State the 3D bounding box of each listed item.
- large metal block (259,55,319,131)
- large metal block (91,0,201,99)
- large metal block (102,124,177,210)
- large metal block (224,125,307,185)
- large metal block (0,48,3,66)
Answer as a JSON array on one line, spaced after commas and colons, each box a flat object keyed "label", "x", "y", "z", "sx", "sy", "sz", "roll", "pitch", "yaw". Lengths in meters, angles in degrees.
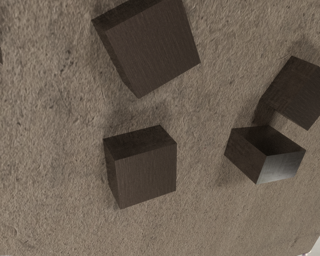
[{"label": "large metal block", "x": 0.217, "y": -0.052, "z": 0.480, "sx": 0.080, "sy": 0.050, "sz": 0.080, "roll": 24, "pitch": 105, "yaw": -37}, {"label": "large metal block", "x": -0.013, "y": -0.091, "z": 0.328, "sx": 0.080, "sy": 0.050, "sz": 0.080, "roll": -32, "pitch": 129, "yaw": -8}, {"label": "large metal block", "x": -0.025, "y": 0.050, "z": 0.409, "sx": 0.081, "sy": 0.050, "sz": 0.079, "roll": -14, "pitch": 125, "yaw": -21}, {"label": "large metal block", "x": 0.162, "y": 0.039, "z": 0.487, "sx": 0.081, "sy": 0.080, "sz": 0.050, "roll": -4, "pitch": 121, "yaw": -27}, {"label": "large metal block", "x": -0.191, "y": -0.062, "z": 0.248, "sx": 0.080, "sy": 0.050, "sz": 0.080, "roll": -40, "pitch": 130, "yaw": -1}]
